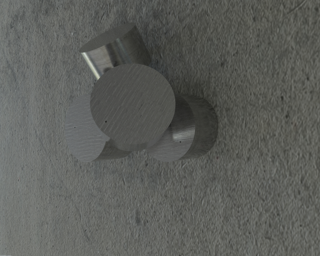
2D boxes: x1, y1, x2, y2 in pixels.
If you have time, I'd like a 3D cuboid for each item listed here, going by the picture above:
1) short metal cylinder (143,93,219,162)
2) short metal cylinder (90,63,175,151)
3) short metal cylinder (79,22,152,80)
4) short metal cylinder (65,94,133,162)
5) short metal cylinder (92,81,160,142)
[{"bbox_3d":[0.022,-0.001,0.370,0.080,0.050,0.079,0,90,39],"label":"short metal cylinder"},{"bbox_3d":[-0.028,-0.019,0.317,0.050,0.081,0.080,118,140,-76],"label":"short metal cylinder"},{"bbox_3d":[-0.058,-0.097,0.408,0.080,0.080,0.050,0,129,39],"label":"short metal cylinder"},{"bbox_3d":[-0.072,0.000,0.381,0.080,0.050,0.079,0,90,39],"label":"short metal cylinder"},{"bbox_3d":[-0.047,-0.022,0.427,0.080,0.050,0.079,0,90,39],"label":"short metal cylinder"}]
